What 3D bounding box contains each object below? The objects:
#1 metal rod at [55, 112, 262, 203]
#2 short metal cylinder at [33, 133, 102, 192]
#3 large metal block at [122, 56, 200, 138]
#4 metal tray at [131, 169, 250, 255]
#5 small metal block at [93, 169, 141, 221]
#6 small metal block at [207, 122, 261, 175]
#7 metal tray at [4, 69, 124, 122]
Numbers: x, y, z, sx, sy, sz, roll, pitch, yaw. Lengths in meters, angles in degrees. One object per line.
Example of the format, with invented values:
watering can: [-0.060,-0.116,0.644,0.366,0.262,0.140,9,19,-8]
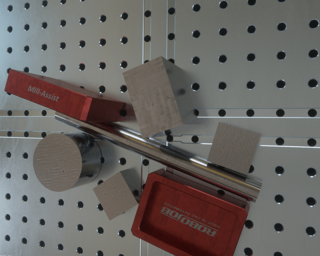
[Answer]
metal rod: [-0.015,0.028,0.418,0.301,0.025,0.025,21,97,18]
short metal cylinder: [-0.132,0.047,0.445,0.080,0.050,0.080,0,90,20]
large metal block: [0.005,-0.034,0.383,0.050,0.080,0.080,-20,84,19]
metal tray: [0.036,0.117,0.396,0.130,0.030,0.089,19,97,18]
small metal block: [-0.057,0.093,0.433,0.050,0.025,0.050,-34,79,16]
small metal block: [0.091,0.024,0.380,0.050,0.025,0.050,18,96,19]
metal tray: [-0.128,-0.043,0.422,0.130,0.090,0.030,20,97,19]
